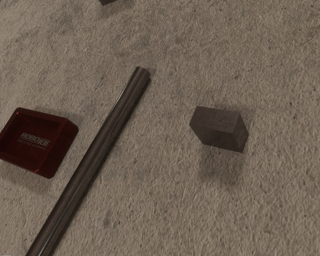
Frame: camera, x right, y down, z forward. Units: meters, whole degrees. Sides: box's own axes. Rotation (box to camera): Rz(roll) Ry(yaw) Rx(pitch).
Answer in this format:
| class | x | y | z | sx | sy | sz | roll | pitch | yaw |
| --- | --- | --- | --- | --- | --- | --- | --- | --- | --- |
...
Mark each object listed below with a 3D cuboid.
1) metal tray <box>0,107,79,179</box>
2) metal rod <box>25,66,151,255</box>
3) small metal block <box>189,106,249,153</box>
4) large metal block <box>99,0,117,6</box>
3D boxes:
| class | x | y | z | sx | sy | sz | roll | pitch | yaw |
| --- | --- | --- | --- | --- | --- | --- | --- | --- | --- |
| metal tray | -0.201 | 0.020 | 0.491 | 0.130 | 0.030 | 0.090 | 12 | 67 | 32 |
| metal rod | -0.092 | 0.042 | 0.424 | 0.025 | 0.025 | 0.300 | 16 | 70 | 34 |
| small metal block | 0.068 | 0.002 | 0.351 | 0.050 | 0.050 | 0.025 | 12 | 68 | 33 |
| large metal block | -0.090 | -0.303 | 0.619 | 0.080 | 0.050 | 0.080 | -14 | 56 | 20 |
